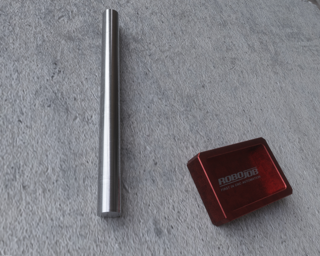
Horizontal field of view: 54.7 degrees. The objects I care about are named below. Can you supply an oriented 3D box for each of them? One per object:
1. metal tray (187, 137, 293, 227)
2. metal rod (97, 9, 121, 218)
[{"bbox_3d":[0.110,0.068,0.420,0.131,0.030,0.090,-10,67,-33],"label":"metal tray"},{"bbox_3d":[-0.064,-0.040,0.394,0.025,0.025,0.299,10,58,-24],"label":"metal rod"}]
